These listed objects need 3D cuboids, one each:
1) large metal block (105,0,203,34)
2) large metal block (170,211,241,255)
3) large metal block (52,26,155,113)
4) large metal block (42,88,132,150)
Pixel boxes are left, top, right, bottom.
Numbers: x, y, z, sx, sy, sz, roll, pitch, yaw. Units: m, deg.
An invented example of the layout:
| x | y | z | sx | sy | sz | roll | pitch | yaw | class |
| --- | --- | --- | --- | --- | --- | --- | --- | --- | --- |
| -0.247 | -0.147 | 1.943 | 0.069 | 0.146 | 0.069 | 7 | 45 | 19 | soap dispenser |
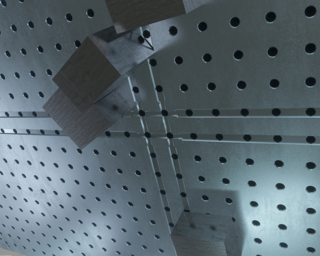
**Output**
| x | y | z | sx | sy | sz | roll | pitch | yaw | class |
| --- | --- | --- | --- | --- | --- | --- | --- | --- | --- |
| -0.012 | -0.149 | 0.309 | 0.080 | 0.050 | 0.080 | -5 | 116 | 30 | large metal block |
| 0.071 | 0.177 | 0.466 | 0.080 | 0.050 | 0.080 | -3 | 117 | 29 | large metal block |
| -0.064 | -0.073 | 0.363 | 0.080 | 0.080 | 0.050 | -34 | 99 | 38 | large metal block |
| -0.101 | -0.028 | 0.429 | 0.080 | 0.050 | 0.080 | -34 | 100 | 38 | large metal block |
